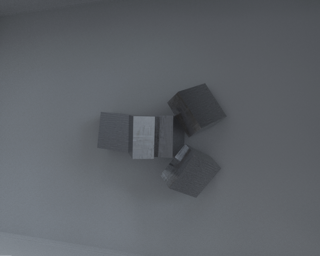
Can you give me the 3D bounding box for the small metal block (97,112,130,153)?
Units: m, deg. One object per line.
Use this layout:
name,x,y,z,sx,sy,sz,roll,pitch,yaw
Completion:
small metal block,-0.056,0.005,0.426,0.050,0.025,0.050,7,92,19

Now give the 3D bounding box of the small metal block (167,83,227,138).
small metal block,0.045,-0.022,0.376,0.050,0.050,0.025,59,139,10

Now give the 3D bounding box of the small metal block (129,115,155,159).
small metal block,-0.024,0.010,0.384,0.025,0.050,0.050,1,94,-12

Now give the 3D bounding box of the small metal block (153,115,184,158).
small metal block,0.012,0.010,0.391,0.025,0.050,0.050,1,91,20

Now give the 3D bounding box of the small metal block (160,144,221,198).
small metal block,0.038,0.053,0.379,0.050,0.050,0.025,-53,40,12
